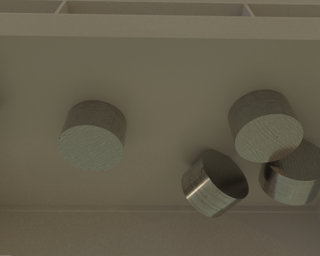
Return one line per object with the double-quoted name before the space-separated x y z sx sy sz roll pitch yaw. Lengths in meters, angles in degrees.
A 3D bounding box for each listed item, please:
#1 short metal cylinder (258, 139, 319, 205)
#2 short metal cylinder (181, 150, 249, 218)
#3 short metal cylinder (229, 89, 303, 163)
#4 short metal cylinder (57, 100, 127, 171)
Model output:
"short metal cylinder" 0.180 0.058 0.424 0.080 0.080 0.050 -2 130 2
"short metal cylinder" 0.078 0.079 0.441 0.080 0.080 0.050 26 126 -20
"short metal cylinder" 0.131 -0.002 0.392 0.081 0.050 0.079 0 130 0
"short metal cylinder" -0.085 0.011 0.401 0.081 0.050 0.079 0 130 0
